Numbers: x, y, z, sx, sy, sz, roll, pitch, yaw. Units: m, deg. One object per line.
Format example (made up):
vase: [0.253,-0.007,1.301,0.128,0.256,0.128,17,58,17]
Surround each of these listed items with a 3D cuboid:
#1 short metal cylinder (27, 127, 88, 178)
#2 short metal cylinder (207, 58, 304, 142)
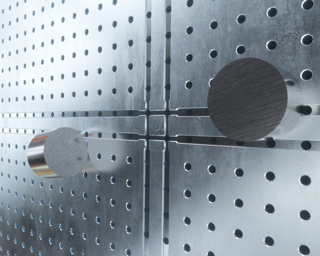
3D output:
short metal cylinder: [-0.167,0.041,0.508,0.050,0.081,0.080,-11,83,39]
short metal cylinder: [0.096,-0.027,0.313,0.080,0.050,0.079,0,90,39]
